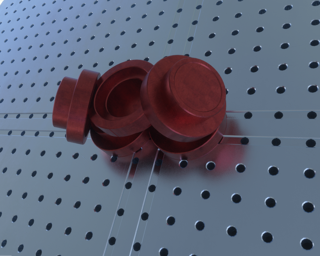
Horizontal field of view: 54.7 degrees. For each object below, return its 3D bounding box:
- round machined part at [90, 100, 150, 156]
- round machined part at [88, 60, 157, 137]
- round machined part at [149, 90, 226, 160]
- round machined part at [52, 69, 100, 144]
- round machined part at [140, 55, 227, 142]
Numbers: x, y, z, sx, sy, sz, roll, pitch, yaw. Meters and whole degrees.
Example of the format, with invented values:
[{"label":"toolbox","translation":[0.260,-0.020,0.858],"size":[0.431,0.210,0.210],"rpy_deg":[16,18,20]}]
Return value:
[{"label":"round machined part","translation":[-0.057,-0.013,0.433],"size":[0.098,0.042,0.098],"rpy_deg":[-13,56,20]},{"label":"round machined part","translation":[-0.036,-0.032,0.379],"size":[0.098,0.042,0.098],"rpy_deg":[-13,56,20]},{"label":"round machined part","translation":[0.030,-0.013,0.388],"size":[0.098,0.042,0.098],"rpy_deg":[-13,56,20]},{"label":"round machined part","translation":[-0.110,-0.030,0.406],"size":[0.042,0.098,0.098],"rpy_deg":[13,62,-8]},{"label":"round machined part","translation":[0.032,-0.037,0.337],"size":[0.042,0.099,0.098],"rpy_deg":[-37,35,59]}]
